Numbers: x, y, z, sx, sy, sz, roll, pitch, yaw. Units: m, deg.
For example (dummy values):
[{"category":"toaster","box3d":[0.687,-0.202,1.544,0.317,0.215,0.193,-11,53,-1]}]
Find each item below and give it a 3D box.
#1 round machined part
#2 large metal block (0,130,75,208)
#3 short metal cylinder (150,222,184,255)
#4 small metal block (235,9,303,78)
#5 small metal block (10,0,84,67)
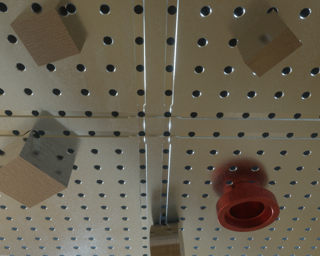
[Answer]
[{"category":"round machined part","box3d":[0.141,0.127,0.511,0.099,0.042,0.097,-1,130,0]},{"category":"large metal block","box3d":[-0.186,0.061,0.445,0.080,0.050,0.080,-30,125,22]},{"category":"short metal cylinder","box3d":[0.014,0.213,0.557,0.050,0.080,0.080,-9,130,7]},{"category":"small metal block","box3d":[0.111,-0.089,0.322,0.025,0.050,0.050,35,121,-26]},{"category":"small metal block","box3d":[-0.116,-0.099,0.326,0.050,0.025,0.050,-15,129,12]}]
